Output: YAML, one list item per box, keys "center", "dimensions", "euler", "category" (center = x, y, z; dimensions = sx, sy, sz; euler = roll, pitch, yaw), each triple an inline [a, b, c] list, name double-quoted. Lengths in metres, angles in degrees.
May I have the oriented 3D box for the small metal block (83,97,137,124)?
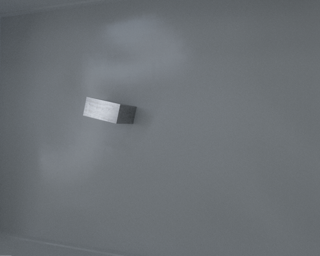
- center: [-0.067, -0.023, 0.421]
  dimensions: [0.050, 0.050, 0.025]
  euler: [14, 95, 19]
  category: "small metal block"
